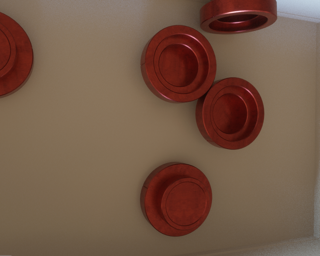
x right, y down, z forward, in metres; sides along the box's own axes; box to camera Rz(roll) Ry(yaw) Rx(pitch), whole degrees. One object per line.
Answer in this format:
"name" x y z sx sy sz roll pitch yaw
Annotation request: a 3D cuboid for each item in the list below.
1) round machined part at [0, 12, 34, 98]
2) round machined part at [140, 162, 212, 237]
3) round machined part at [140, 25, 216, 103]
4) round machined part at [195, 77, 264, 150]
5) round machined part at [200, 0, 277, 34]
"round machined part" -0.189 -0.081 0.332 0.099 0.042 0.097 0 90 -20
"round machined part" 0.027 0.096 0.411 0.099 0.042 0.097 0 90 -20
"round machined part" 0.021 -0.081 0.409 0.099 0.042 0.097 0 90 -20
"round machined part" 0.093 -0.020 0.435 0.099 0.042 0.097 -1 91 -21
"round machined part" 0.102 -0.158 0.409 0.099 0.098 0.042 -3 91 -20
